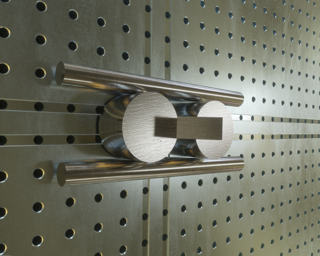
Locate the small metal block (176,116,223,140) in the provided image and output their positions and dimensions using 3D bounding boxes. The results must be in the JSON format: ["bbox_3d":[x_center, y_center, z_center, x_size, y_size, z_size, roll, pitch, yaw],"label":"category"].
[{"bbox_3d":[0.047,0.001,0.368,0.050,0.050,0.025,22,70,-83],"label":"small metal block"}]

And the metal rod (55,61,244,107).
[{"bbox_3d":[0.013,-0.052,0.416,0.302,0.025,0.025,2,89,-40],"label":"metal rod"}]

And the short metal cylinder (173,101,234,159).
[{"bbox_3d":[0.059,0.003,0.439,0.081,0.050,0.079,0,90,-40],"label":"short metal cylinder"}]

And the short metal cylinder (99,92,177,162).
[{"bbox_3d":[-0.025,-0.001,0.368,0.081,0.050,0.079,0,90,-40],"label":"short metal cylinder"}]

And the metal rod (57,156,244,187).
[{"bbox_3d":[0.014,0.054,0.417,0.302,0.025,0.025,3,88,-40],"label":"metal rod"}]
